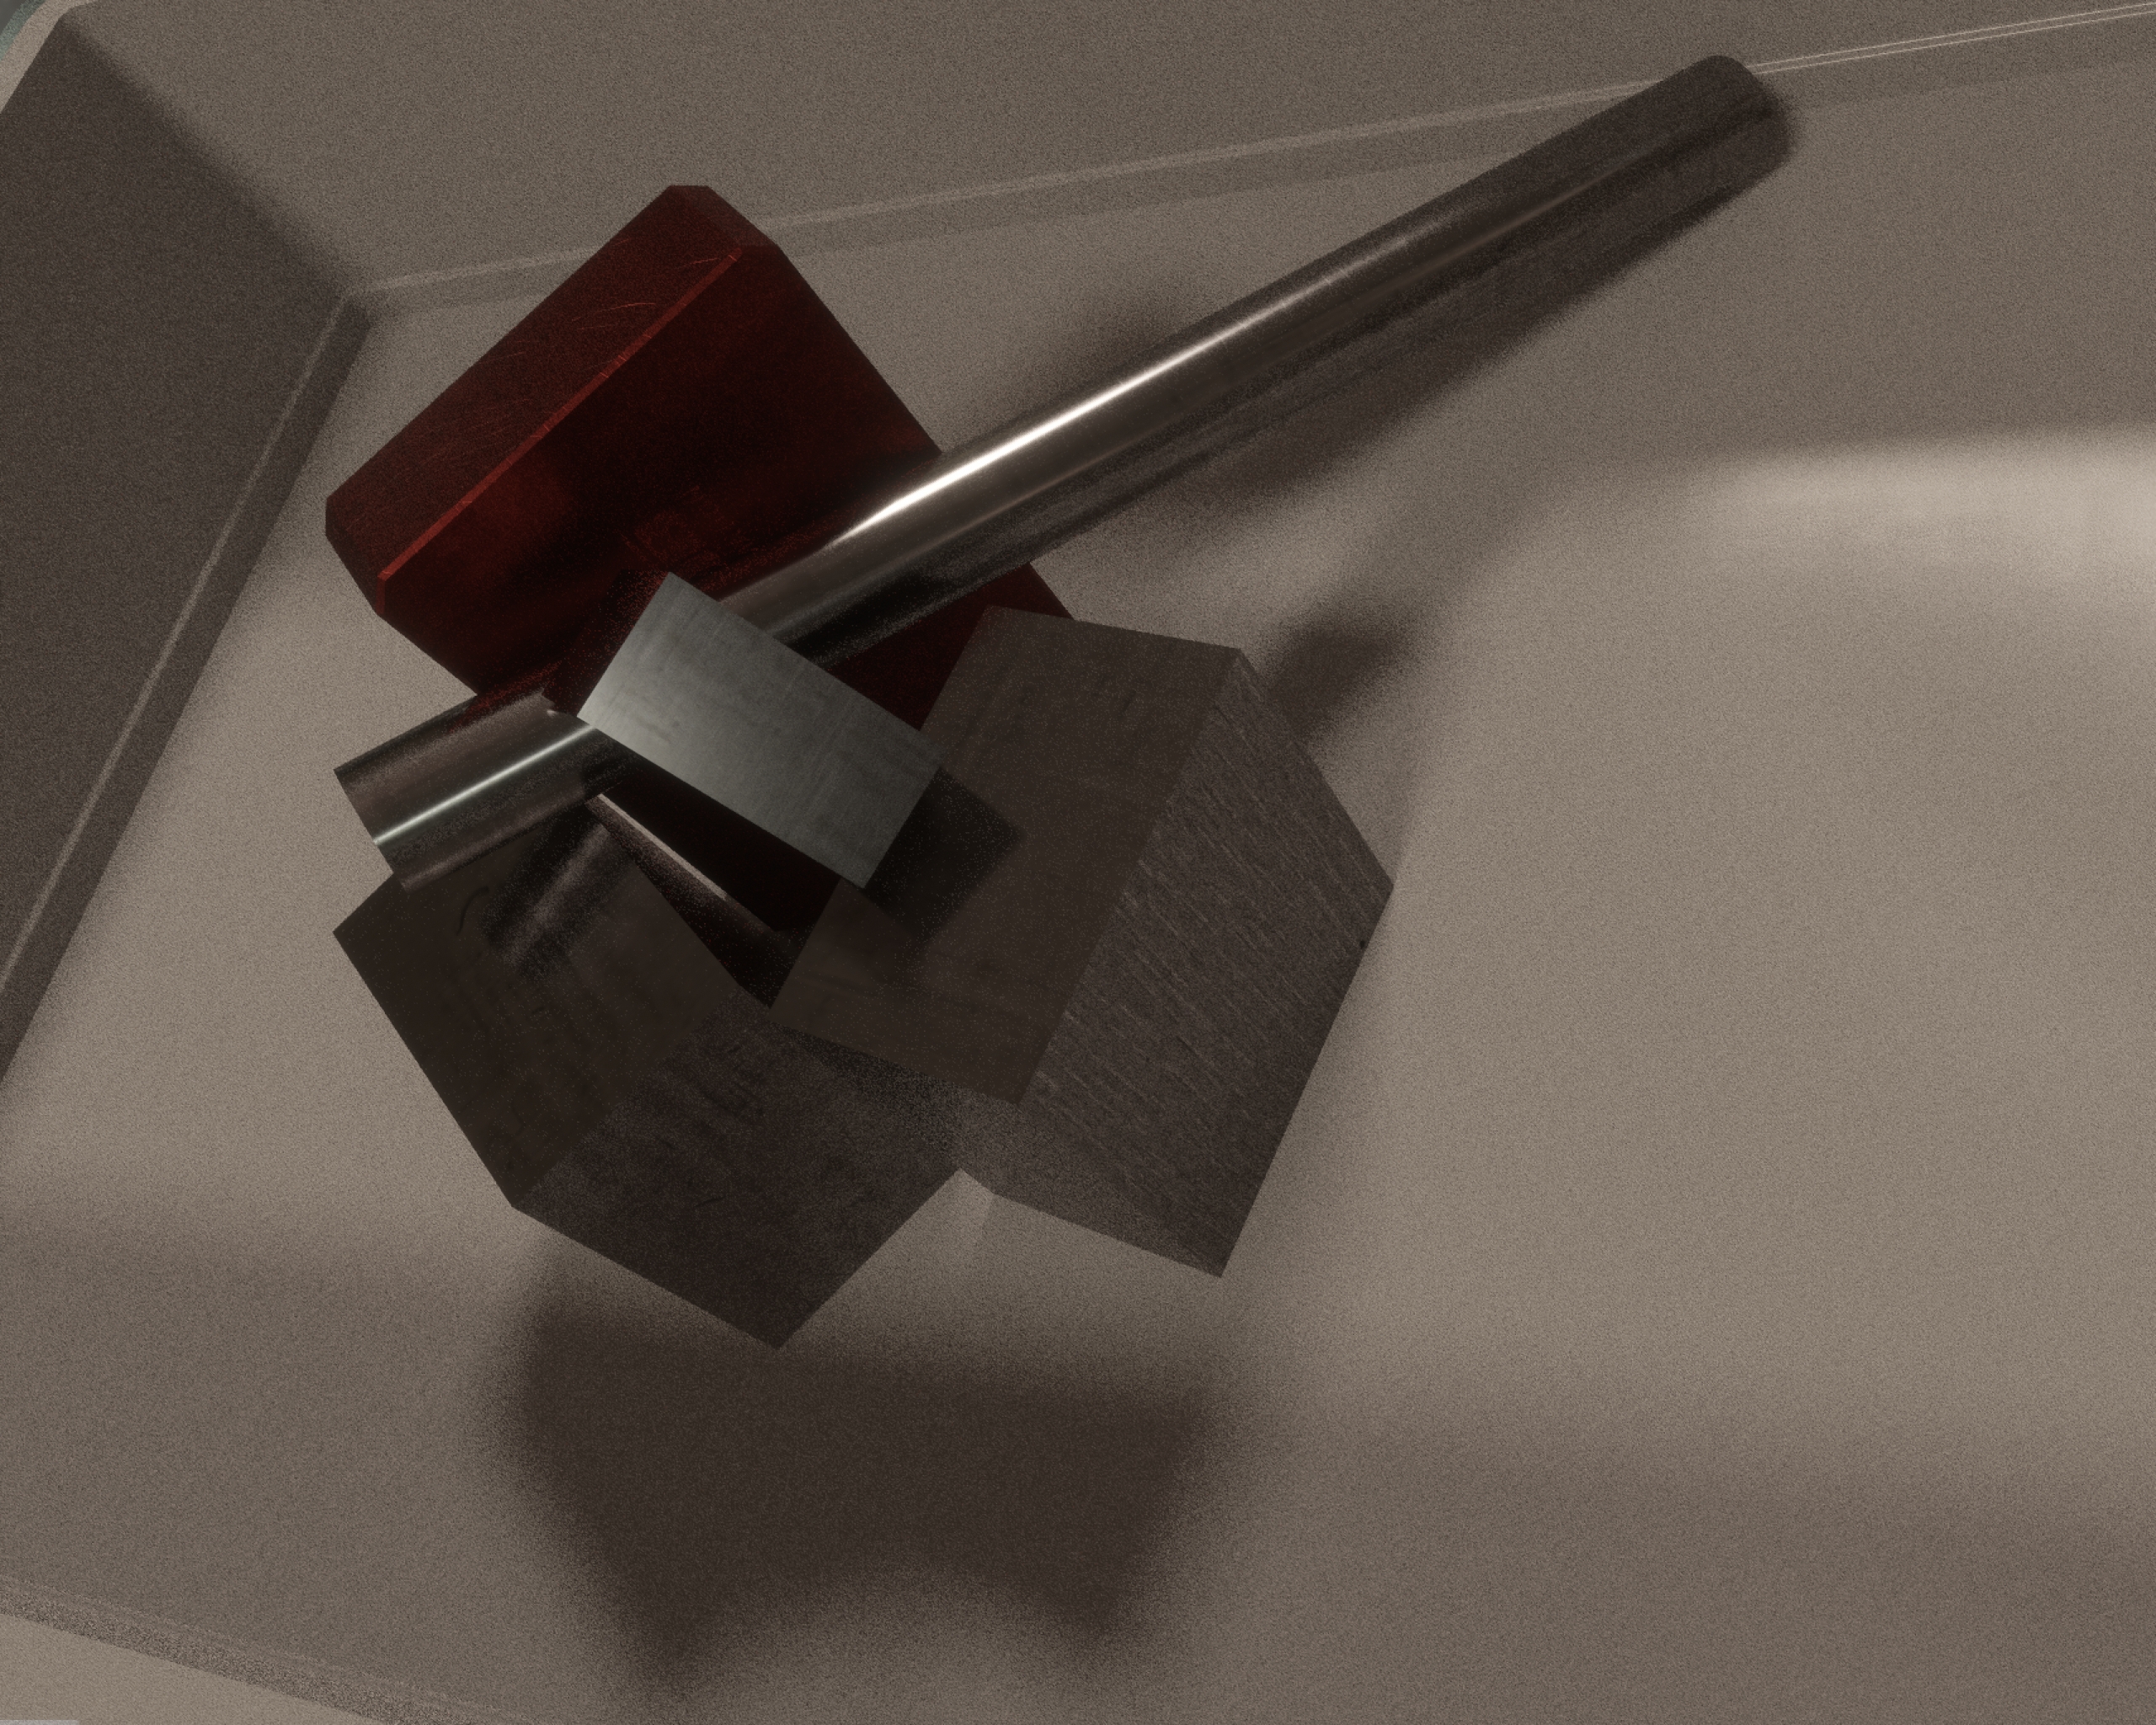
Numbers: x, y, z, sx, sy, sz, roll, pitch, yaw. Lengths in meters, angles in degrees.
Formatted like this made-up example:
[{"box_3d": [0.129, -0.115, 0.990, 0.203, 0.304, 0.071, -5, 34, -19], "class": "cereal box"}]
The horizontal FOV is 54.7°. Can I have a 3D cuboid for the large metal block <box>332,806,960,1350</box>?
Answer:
[{"box_3d": [-0.079, 0.035, 0.389, 0.050, 0.080, 0.080, -45, 51, -3], "class": "large metal block"}]

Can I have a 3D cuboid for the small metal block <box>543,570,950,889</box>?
[{"box_3d": [-0.055, -0.023, 0.334, 0.025, 0.050, 0.050, -59, 21, -4], "class": "small metal block"}]

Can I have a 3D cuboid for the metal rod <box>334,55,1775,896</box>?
[{"box_3d": [0.007, -0.079, 0.390, 0.302, 0.025, 0.025, -30, 50, -14], "class": "metal rod"}]

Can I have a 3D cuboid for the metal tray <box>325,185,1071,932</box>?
[{"box_3d": [-0.064, -0.052, 0.399, 0.090, 0.130, 0.030, -43, 50, 0], "class": "metal tray"}]

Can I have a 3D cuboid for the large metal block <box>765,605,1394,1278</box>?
[{"box_3d": [0.005, 0.014, 0.357, 0.050, 0.080, 0.080, 14, 69, 33], "class": "large metal block"}]
